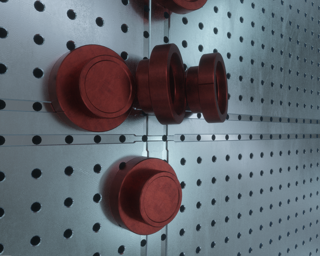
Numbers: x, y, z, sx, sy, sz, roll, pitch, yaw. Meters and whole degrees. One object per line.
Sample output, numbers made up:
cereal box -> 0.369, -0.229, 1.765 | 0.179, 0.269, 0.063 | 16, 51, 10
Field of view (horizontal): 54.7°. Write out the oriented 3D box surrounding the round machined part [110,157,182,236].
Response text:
round machined part -> -0.010, 0.087, 0.392 | 0.099, 0.042, 0.097 | 0, 90, -40

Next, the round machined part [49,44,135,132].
round machined part -> -0.067, -0.044, 0.343 | 0.099, 0.042, 0.097 | 0, 90, -40

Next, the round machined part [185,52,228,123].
round machined part -> 0.066, -0.055, 0.439 | 0.098, 0.042, 0.097 | -3, 90, -67

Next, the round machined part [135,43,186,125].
round machined part -> 0.001, -0.052, 0.382 | 0.098, 0.042, 0.097 | -3, 91, -73

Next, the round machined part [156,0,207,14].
round machined part -> 0.021, -0.203, 0.417 | 0.099, 0.042, 0.097 | 0, 90, -40
